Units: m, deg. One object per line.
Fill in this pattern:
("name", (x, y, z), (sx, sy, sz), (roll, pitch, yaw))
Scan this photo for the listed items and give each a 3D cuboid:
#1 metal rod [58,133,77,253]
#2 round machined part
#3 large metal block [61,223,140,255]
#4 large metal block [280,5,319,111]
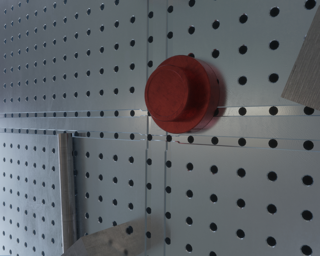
("metal rod", (-0.159, 0.158, 0.540), (0.025, 0.025, 0.298), (-6, 86, 40))
("round machined part", (0.019, -0.041, 0.382), (0.098, 0.042, 0.097), (0, 90, 40))
("large metal block", (-0.090, 0.188, 0.449), (0.080, 0.081, 0.050), (-46, 63, 30))
("large metal block", (0.163, -0.048, 0.259), (0.080, 0.050, 0.079), (29, 108, 36))
